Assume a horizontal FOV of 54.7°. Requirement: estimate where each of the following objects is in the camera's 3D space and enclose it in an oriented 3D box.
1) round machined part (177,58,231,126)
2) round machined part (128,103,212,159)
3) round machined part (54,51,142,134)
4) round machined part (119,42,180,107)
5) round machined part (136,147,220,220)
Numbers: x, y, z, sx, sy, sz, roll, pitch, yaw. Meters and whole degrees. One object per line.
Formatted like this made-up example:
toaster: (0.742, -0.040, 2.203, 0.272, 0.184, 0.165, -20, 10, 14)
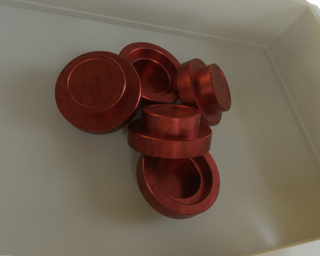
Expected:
round machined part: (0.066, -0.051, 0.430, 0.098, 0.042, 0.098, 33, 49, -48)
round machined part: (0.012, -0.002, 0.363, 0.099, 0.098, 0.042, -7, 110, -31)
round machined part: (-0.071, -0.044, 0.353, 0.099, 0.042, 0.098, 0, 76, 0)
round machined part: (-0.017, -0.065, 0.422, 0.099, 0.042, 0.098, 14, 56, -21)
round machined part: (0.018, 0.059, 0.366, 0.099, 0.042, 0.098, 14, 56, -21)
